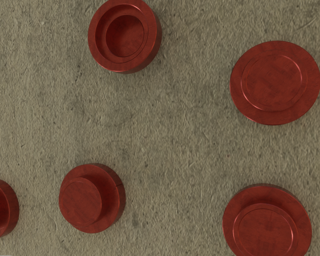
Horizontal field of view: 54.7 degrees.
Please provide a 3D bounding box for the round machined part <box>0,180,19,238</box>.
[{"bbox_3d":[-0.282,0.134,0.499,0.098,0.042,0.097,0,90,20],"label":"round machined part"}]

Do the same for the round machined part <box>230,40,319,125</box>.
[{"bbox_3d":[0.130,-0.052,0.354,0.098,0.042,0.097,0,90,20],"label":"round machined part"}]

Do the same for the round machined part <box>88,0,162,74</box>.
[{"bbox_3d":[-0.043,-0.121,0.415,0.098,0.042,0.097,0,90,20],"label":"round machined part"}]

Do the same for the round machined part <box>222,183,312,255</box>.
[{"bbox_3d":[0.121,0.116,0.357,0.098,0.042,0.097,0,90,20],"label":"round machined part"}]

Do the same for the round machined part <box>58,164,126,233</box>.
[{"bbox_3d":[-0.102,0.100,0.436,0.098,0.042,0.097,0,90,20],"label":"round machined part"}]
